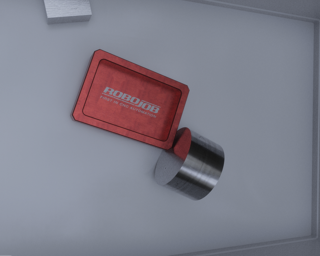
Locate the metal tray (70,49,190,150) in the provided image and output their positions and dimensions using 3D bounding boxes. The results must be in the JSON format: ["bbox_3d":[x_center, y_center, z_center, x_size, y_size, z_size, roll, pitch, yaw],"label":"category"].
[{"bbox_3d":[-0.036,-0.033,0.395,0.131,0.030,0.090,19,83,-19],"label":"metal tray"}]

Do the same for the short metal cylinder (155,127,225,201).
[{"bbox_3d":[0.036,0.046,0.396,0.050,0.080,0.080,28,81,-18],"label":"short metal cylinder"}]

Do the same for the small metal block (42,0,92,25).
[{"bbox_3d":[-0.113,-0.154,0.369,0.050,0.025,0.050,-12,95,-20],"label":"small metal block"}]
